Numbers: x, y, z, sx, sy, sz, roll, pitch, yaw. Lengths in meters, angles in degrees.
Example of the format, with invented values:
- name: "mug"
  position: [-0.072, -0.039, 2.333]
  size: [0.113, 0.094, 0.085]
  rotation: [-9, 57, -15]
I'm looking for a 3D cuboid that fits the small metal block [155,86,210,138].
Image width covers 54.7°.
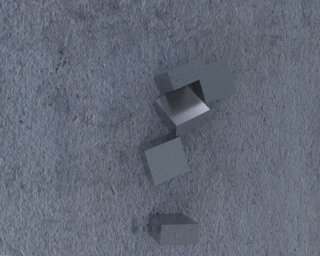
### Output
- name: "small metal block"
  position: [0.029, -0.022, 0.405]
  size: [0.050, 0.025, 0.050]
  rotation: [-26, 57, -18]

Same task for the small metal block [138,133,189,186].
- name: "small metal block"
  position: [0.005, 0.040, 0.405]
  size: [0.050, 0.025, 0.050]
  rotation: [-22, 110, -19]

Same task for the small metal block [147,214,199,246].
- name: "small metal block"
  position: [0.016, 0.130, 0.402]
  size: [0.050, 0.050, 0.025]
  rotation: [5, 89, -20]

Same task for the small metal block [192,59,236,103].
- name: "small metal block"
  position: [0.073, -0.065, 0.436]
  size: [0.050, 0.025, 0.050]
  rotation: [-19, 97, -19]

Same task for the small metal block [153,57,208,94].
- name: "small metal block"
  position: [0.026, -0.067, 0.405]
  size: [0.050, 0.050, 0.025]
  rotation: [-25, 99, -18]
